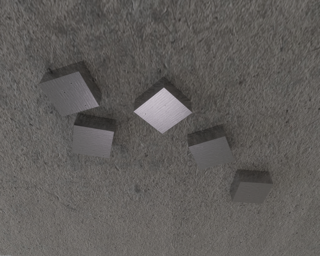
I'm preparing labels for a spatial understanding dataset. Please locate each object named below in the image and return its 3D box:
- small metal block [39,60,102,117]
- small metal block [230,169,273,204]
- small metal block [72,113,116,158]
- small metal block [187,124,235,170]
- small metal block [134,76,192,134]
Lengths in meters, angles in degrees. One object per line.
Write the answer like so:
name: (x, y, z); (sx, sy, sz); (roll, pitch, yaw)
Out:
small metal block: (-0.104, -0.046, 0.367); (0.050, 0.025, 0.050); (-15, 129, 12)
small metal block: (0.142, 0.093, 0.487); (0.050, 0.025, 0.050); (5, 130, -4)
small metal block: (-0.089, 0.011, 0.416); (0.050, 0.025, 0.050); (10, 130, -9)
small metal block: (0.071, 0.027, 0.431); (0.050, 0.025, 0.050); (-18, 128, 14)
small metal block: (0.004, -0.027, 0.384); (0.050, 0.025, 0.050); (-36, 122, 26)
